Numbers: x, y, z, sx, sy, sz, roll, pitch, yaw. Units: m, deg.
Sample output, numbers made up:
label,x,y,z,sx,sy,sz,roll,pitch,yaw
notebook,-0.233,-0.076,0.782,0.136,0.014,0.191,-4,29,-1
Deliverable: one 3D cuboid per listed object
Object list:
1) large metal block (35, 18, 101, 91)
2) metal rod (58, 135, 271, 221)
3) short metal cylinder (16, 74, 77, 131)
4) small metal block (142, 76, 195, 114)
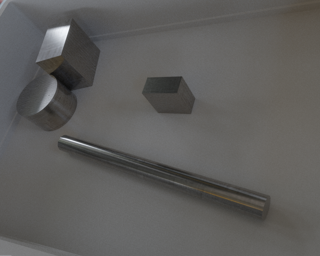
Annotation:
label,x,y,z,sx,sy,sz,roll,pitch,yaw
large metal block,-0.151,-0.121,0.521,0.050,0.080,0.080,-9,58,23
metal rod,-0.019,0.050,0.383,0.300,0.025,0.025,13,68,33
short metal cylinder,-0.185,-0.041,0.510,0.080,0.050,0.080,-13,56,20
small metal block,0.012,-0.042,0.408,0.050,0.050,0.025,3,64,29
